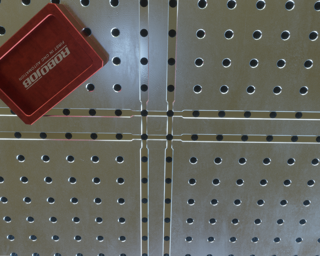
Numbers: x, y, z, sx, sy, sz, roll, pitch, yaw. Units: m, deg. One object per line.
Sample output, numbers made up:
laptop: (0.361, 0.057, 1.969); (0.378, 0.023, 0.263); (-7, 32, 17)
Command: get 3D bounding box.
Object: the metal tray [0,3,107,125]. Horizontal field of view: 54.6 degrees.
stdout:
metal tray: (-0.143, -0.076, 0.381); (0.130, 0.030, 0.090); (-36, 106, 12)
